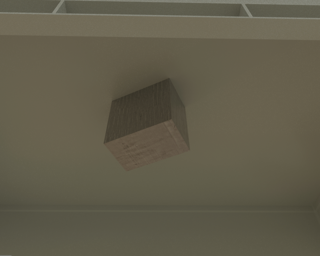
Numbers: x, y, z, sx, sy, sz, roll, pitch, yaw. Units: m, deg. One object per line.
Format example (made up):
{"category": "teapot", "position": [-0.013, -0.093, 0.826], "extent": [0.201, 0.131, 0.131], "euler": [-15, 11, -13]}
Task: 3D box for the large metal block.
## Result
{"category": "large metal block", "position": [-0.014, -0.005, 0.369], "extent": [0.080, 0.080, 0.050], "euler": [-20, 128, 15]}
